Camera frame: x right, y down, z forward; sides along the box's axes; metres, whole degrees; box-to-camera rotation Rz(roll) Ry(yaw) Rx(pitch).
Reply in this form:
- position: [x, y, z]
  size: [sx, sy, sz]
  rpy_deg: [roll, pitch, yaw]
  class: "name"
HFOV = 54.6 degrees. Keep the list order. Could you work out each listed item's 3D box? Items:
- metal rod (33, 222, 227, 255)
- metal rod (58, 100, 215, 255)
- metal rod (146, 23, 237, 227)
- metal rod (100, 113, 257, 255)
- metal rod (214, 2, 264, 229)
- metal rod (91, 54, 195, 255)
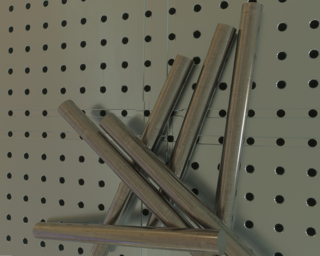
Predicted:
- position: [-0.061, 0.138, 0.400]
  size: [0.300, 0.025, 0.025]
  rpy_deg: [-9, 87, 32]
  class: "metal rod"
- position: [-0.027, 0.071, 0.394]
  size: [0.300, 0.025, 0.025]
  rpy_deg: [44, 104, 14]
  class: "metal rod"
- position: [0.034, 0.016, 0.400]
  size: [0.025, 0.025, 0.298]
  rpy_deg: [21, 97, 19]
  class: "metal rod"
- position: [0.035, 0.090, 0.372]
  size: [0.300, 0.025, 0.025]
  rpy_deg: [44, 104, 14]
  class: "metal rod"
- position: [0.092, 0.001, 0.380]
  size: [0.025, 0.025, 0.298]
  rpy_deg: [8, 93, 20]
  class: "metal rod"
- position: [-0.027, 0.044, 0.422]
  size: [0.025, 0.025, 0.299]
  rpy_deg: [27, 99, 18]
  class: "metal rod"
